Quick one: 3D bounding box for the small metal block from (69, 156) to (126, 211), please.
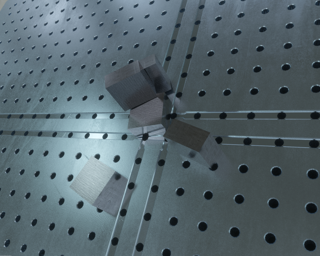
[{"bbox_3d":[-0.083,0.072,0.409,0.050,0.025,0.050,25,75,36],"label":"small metal block"}]

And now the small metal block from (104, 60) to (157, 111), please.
[{"bbox_3d":[-0.039,-0.056,0.416,0.050,0.050,0.025,-24,48,12],"label":"small metal block"}]

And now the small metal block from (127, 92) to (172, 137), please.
[{"bbox_3d":[-0.014,-0.018,0.427,0.050,0.025,0.050,-8,58,24],"label":"small metal block"}]

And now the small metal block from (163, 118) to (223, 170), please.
[{"bbox_3d":[0.039,0.019,0.361,0.050,0.050,0.025,23,75,36],"label":"small metal block"}]

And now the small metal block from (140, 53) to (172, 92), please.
[{"bbox_3d":[-0.018,-0.071,0.444,0.050,0.050,0.025,-22,43,15],"label":"small metal block"}]
